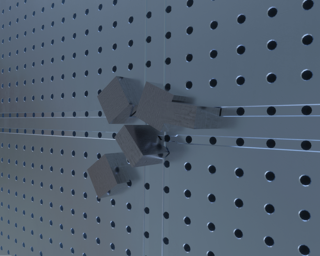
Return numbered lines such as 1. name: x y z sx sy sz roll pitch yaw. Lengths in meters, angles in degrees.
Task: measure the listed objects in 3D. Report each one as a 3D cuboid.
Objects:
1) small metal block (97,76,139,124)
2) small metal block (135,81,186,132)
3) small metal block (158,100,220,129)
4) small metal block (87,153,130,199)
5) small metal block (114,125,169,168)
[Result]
1. small metal block: -0.061 -0.040 0.457 0.050 0.025 0.050 -39 66 32
2. small metal block: -0.001 -0.028 0.408 0.050 0.025 0.050 31 109 35
3. small metal block: 0.035 -0.015 0.363 0.050 0.050 0.025 13 98 39
4. small metal block: -0.079 0.073 0.472 0.050 0.025 0.050 -40 66 32
5. small metal block: -0.024 0.023 0.411 0.025 0.050 0.050 -49 61 29
